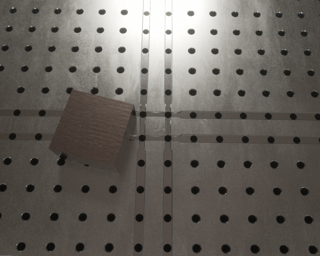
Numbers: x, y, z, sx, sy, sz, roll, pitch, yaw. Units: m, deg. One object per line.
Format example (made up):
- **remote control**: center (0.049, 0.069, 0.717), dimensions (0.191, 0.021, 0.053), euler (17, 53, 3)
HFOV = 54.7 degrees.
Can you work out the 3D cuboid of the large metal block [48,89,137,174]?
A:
- **large metal block**: center (-0.081, 0.005, 0.395), dimensions (0.080, 0.050, 0.080), euler (14, 71, 4)
